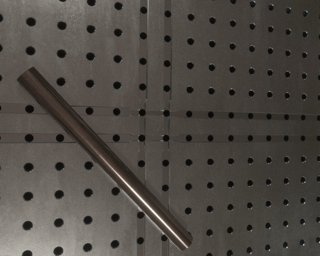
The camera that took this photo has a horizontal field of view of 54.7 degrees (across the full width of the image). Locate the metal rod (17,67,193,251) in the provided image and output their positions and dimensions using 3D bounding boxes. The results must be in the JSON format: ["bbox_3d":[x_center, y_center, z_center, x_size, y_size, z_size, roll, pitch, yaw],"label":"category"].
[{"bbox_3d":[-0.060,0.048,0.391,0.025,0.025,0.300,-44,104,-15],"label":"metal rod"}]
